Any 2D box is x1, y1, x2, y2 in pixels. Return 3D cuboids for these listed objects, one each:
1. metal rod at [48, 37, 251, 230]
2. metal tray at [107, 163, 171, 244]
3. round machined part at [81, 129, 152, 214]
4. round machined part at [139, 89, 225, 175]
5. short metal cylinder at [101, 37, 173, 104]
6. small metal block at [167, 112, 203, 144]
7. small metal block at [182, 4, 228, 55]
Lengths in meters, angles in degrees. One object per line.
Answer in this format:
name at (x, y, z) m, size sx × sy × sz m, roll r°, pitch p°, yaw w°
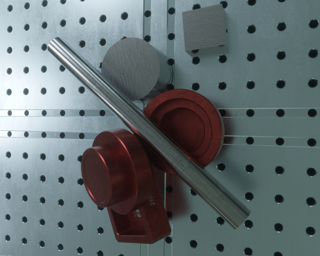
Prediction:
metal rod at (-0.024, -0.005, 0.349) m, size 0.300 × 0.025 × 0.025 m, roll 43°, pitch 103°, yaw 15°
metal tray at (-0.041, 0.080, 0.401) m, size 0.090 × 0.030 × 0.129 m, roll -24°, pitch 81°, yaw 51°
round machined part at (-0.056, 0.052, 0.354) m, size 0.098 × 0.042 × 0.097 m, roll 17°, pitch 113°, yaw 47°
round machined part at (0.027, 0.005, 0.367) m, size 0.098 × 0.042 × 0.097 m, roll 0°, pitch 90°, yaw 19°
short metal cylinder at (-0.029, -0.073, 0.410) m, size 0.080 × 0.050 × 0.080 m, roll 0°, pitch 90°, yaw 20°
small metal block at (0.028, -0.003, 0.403) m, size 0.050 × 0.025 × 0.050 m, roll -41°, pitch 77°, yaw 15°
small metal block at (0.057, -0.123, 0.392) m, size 0.050 × 0.025 × 0.050 m, roll -5°, pitch 88°, yaw 20°
